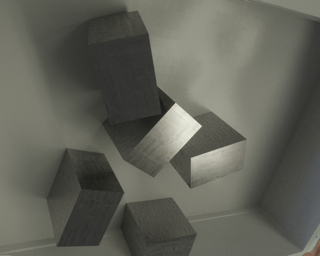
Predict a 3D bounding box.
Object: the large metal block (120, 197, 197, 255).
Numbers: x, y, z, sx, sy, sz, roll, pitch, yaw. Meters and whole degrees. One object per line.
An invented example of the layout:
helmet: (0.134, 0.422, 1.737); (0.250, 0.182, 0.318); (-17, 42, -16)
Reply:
large metal block: (-0.004, 0.154, 0.466); (0.081, 0.080, 0.050); (0, 118, -29)

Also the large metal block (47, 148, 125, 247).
large metal block: (-0.093, 0.082, 0.373); (0.050, 0.080, 0.080); (14, 111, -34)

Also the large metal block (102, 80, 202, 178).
large metal block: (-0.012, -0.004, 0.364); (0.080, 0.080, 0.050); (-48, 129, 5)

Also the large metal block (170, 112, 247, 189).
large metal block: (0.057, 0.026, 0.420); (0.081, 0.080, 0.050); (-16, 125, -19)

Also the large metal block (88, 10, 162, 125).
large metal block: (-0.035, -0.062, 0.308); (0.050, 0.080, 0.080); (-12, 125, -4)
